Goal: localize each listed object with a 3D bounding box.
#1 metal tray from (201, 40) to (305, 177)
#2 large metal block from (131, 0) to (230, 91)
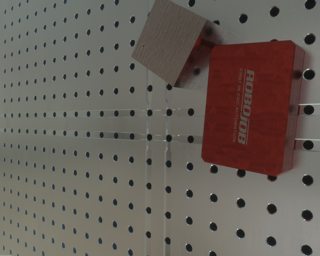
[{"bbox_3d":[0.095,-0.022,0.328,0.090,0.030,0.129,8,95,39],"label":"metal tray"},{"bbox_3d":[0.022,-0.101,0.375,0.080,0.050,0.079,41,115,32],"label":"large metal block"}]
